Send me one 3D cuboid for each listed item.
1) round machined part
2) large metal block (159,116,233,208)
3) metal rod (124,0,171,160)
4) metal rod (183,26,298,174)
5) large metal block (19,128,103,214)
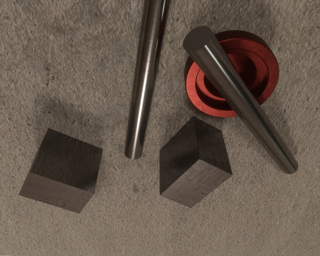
[{"bbox_3d":[0.076,-0.062,0.344,0.099,0.042,0.097,-1,130,0],"label":"round machined part"},{"bbox_3d":[0.043,0.045,0.410,0.050,0.080,0.080,27,125,-22],"label":"large metal block"},{"bbox_3d":[-0.013,-0.076,0.341,0.025,0.025,0.298,7,130,-7],"label":"metal rod"},{"bbox_3d":[0.111,-0.007,0.351,0.025,0.025,0.301,-28,141,21],"label":"metal rod"},{"bbox_3d":[-0.130,0.057,0.418,0.080,0.080,0.050,24,126,-20],"label":"large metal block"}]
